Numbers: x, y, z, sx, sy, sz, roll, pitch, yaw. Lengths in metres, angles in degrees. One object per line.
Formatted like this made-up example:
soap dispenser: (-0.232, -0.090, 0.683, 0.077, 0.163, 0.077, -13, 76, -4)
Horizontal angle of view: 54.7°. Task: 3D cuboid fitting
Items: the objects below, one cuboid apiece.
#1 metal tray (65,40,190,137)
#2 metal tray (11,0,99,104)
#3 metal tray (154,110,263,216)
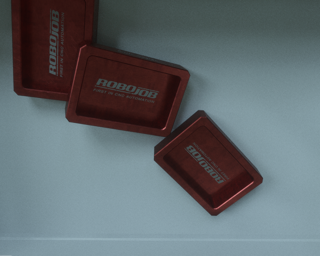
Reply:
metal tray: (-0.039, -0.043, 0.372, 0.131, 0.030, 0.089, 10, 111, -22)
metal tray: (-0.124, -0.100, 0.370, 0.091, 0.030, 0.129, 7, 110, -3)
metal tray: (0.066, 0.051, 0.428, 0.090, 0.030, 0.130, -41, 106, 13)
